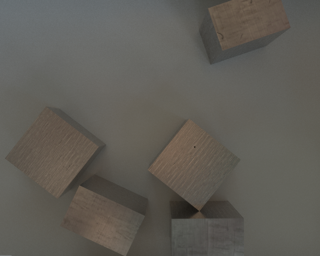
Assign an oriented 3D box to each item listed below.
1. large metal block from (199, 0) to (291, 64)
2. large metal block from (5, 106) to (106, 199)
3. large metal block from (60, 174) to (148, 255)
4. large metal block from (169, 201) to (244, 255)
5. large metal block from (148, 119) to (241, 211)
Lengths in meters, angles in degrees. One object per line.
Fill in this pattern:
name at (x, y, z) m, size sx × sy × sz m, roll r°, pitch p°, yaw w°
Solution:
large metal block at (0.099, -0.123, 0.384) m, size 0.080 × 0.080 × 0.050 m, roll -19°, pitch 90°, yaw 0°
large metal block at (-0.130, 0.030, 0.398) m, size 0.080 × 0.050 × 0.080 m, roll 38°, pitch 90°, yaw 0°
large metal block at (-0.064, 0.103, 0.383) m, size 0.080 × 0.080 × 0.050 m, roll 25°, pitch 90°, yaw 0°
large metal block at (0.053, 0.125, 0.384) m, size 0.081 × 0.080 × 0.050 m, roll 0°, pitch 90°, yaw 0°
large metal block at (0.042, 0.044, 0.399) m, size 0.080 × 0.050 × 0.080 m, roll 39°, pitch 90°, yaw 0°
